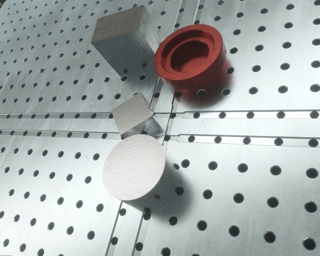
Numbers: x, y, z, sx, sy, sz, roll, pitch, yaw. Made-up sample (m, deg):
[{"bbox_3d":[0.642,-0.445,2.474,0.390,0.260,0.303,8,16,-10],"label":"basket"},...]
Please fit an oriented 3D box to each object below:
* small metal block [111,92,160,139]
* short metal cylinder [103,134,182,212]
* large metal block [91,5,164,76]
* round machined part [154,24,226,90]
[{"bbox_3d":[-0.035,-0.015,0.436,0.050,0.025,0.050,-31,52,8],"label":"small metal block"},{"bbox_3d":[-0.020,0.054,0.370,0.080,0.050,0.080,-13,56,21],"label":"short metal cylinder"},{"bbox_3d":[-0.045,-0.132,0.477,0.080,0.080,0.050,-7,59,25],"label":"large metal block"},{"bbox_3d":[0.044,-0.093,0.431,0.098,0.042,0.098,-13,56,21],"label":"round machined part"}]
